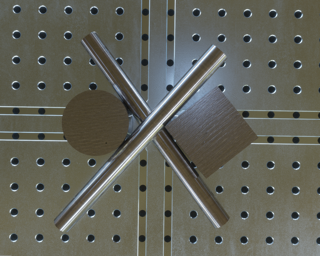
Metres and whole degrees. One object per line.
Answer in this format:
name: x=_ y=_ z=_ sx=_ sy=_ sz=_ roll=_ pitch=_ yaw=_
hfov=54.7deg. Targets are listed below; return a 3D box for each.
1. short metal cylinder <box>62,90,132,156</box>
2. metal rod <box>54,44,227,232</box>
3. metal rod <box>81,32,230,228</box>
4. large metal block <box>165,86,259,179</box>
short metal cylinder: x=-0.078 y=-0.006 z=0.396 sx=0.081 sy=0.050 sz=0.079 roll=0 pitch=90 yaw=0
metal rod: x=-0.029 y=0.019 z=0.388 sx=0.025 sy=0.025 sz=0.299 roll=42 pitch=98 yaw=0
metal rod: x=-0.006 y=0.003 z=0.409 sx=0.025 sy=0.025 sz=0.299 roll=-36 pitch=90 yaw=0
large metal block: x=0.062 y=0.005 z=0.397 sx=0.080 sy=0.050 sz=0.080 roll=-38 pitch=90 yaw=0
